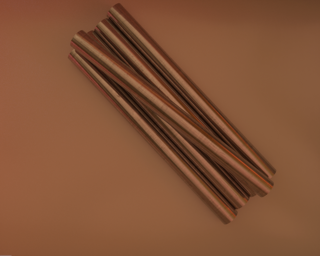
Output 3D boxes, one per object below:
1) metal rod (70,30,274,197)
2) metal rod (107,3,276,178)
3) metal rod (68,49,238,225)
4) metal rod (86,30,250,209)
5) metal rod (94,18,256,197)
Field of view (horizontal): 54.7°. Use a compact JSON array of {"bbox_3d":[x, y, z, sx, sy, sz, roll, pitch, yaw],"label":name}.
[{"bbox_3d":[0.015,-0.017,0.384,0.300,0.025,0.025,39,90,0],"label":"metal rod"},{"bbox_3d":[0.042,-0.046,0.410,0.025,0.025,0.300,-43,90,0],"label":"metal rod"},{"bbox_3d":[-0.009,0.009,0.410,0.025,0.025,0.300,-43,90,0],"label":"metal rod"},{"bbox_3d":[0.006,-0.011,0.410,0.025,0.025,0.300,-43,90,0],"label":"metal rod"},{"bbox_3d":[0.025,-0.026,0.410,0.025,0.025,0.300,-43,90,0],"label":"metal rod"}]
